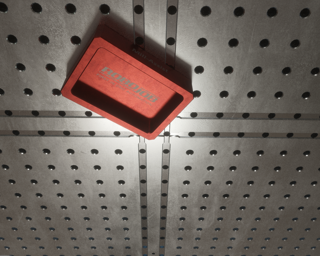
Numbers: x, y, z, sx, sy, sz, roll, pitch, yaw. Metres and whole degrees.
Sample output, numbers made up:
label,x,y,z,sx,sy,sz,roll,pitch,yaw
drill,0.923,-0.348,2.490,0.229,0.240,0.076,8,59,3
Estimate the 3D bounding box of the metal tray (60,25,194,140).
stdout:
label,x,y,z,sx,sy,sz,roll,pitch,yaw
metal tray,-0.037,-0.047,0.367,0.131,0.030,0.090,28,124,-23
